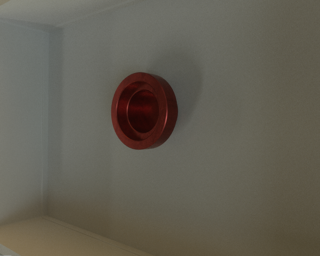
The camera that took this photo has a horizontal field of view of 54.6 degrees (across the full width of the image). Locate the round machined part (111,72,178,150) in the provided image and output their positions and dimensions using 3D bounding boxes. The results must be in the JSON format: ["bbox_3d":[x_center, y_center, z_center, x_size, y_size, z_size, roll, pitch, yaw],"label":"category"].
[{"bbox_3d":[-0.016,-0.021,0.406,0.098,0.042,0.097,0,90,40],"label":"round machined part"}]
